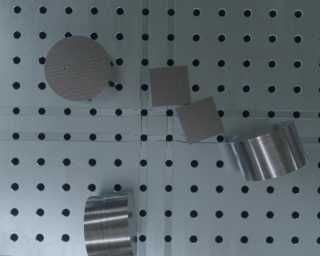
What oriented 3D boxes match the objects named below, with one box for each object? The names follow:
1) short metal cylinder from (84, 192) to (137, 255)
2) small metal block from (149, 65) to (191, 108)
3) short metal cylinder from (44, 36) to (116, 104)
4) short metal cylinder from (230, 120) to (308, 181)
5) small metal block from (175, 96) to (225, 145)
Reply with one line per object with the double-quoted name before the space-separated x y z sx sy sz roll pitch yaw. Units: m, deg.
"short metal cylinder" -0.059 0.123 0.385 0.050 0.080 0.080 -7 90 0
"small metal block" 0.013 -0.054 0.413 0.050 0.025 0.050 -6 90 0
"short metal cylinder" -0.100 -0.072 0.400 0.081 0.050 0.079 0 90 0
"short metal cylinder" 0.134 0.028 0.387 0.080 0.080 0.050 -20 90 0
"small metal block" 0.052 -0.010 0.414 0.050 0.025 0.050 -20 90 0
